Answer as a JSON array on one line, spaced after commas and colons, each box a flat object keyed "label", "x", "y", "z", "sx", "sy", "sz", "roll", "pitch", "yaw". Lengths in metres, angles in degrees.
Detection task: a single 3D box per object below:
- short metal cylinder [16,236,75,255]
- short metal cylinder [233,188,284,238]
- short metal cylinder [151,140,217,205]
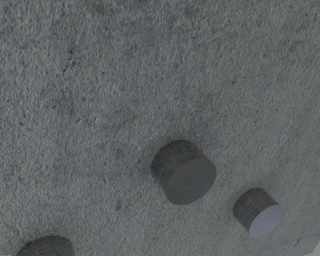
[{"label": "short metal cylinder", "x": -0.155, "y": 0.197, "z": 0.428, "sx": 0.081, "sy": 0.050, "sz": 0.079, "roll": -14, "pitch": 124, "yaw": -21}, {"label": "short metal cylinder", "x": 0.188, "y": 0.161, "z": 0.593, "sx": 0.081, "sy": 0.050, "sz": 0.079, "roll": -14, "pitch": 124, "yaw": -21}, {"label": "short metal cylinder", "x": 0.034, "y": 0.064, "z": 0.448, "sx": 0.081, "sy": 0.050, "sz": 0.079, "roll": -14, "pitch": 124, "yaw": -21}]
